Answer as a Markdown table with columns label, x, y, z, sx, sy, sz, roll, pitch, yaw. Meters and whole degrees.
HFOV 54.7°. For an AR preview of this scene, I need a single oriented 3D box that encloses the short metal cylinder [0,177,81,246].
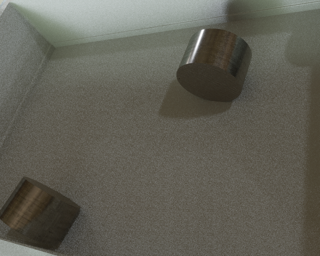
| label | x | y | z | sx | sy | sz | roll | pitch | yaw |
| --- | --- | --- | --- | --- | --- | --- | --- | --- | --- |
| short metal cylinder | -0.147 | 0.102 | 0.383 | 0.080 | 0.080 | 0.050 | 20 | 72 | 35 |

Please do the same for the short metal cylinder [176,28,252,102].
| label | x | y | z | sx | sy | sz | roll | pitch | yaw |
| --- | --- | --- | --- | --- | --- | --- | --- | --- | --- |
| short metal cylinder | 0.066 | -0.075 | 0.381 | 0.080 | 0.080 | 0.050 | 8 | 66 | 31 |
